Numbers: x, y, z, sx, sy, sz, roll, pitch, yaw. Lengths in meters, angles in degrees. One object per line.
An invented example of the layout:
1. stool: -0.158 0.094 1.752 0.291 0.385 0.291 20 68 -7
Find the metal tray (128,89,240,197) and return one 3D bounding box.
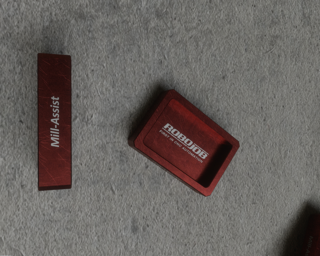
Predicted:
1. metal tray: 0.035 0.021 0.418 0.130 0.030 0.090 37 78 -17

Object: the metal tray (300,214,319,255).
1. metal tray: 0.265 0.211 0.480 0.090 0.030 0.130 32 65 -8

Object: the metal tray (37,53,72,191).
1. metal tray: -0.114 -0.006 0.332 0.030 0.090 0.129 0 90 -20
